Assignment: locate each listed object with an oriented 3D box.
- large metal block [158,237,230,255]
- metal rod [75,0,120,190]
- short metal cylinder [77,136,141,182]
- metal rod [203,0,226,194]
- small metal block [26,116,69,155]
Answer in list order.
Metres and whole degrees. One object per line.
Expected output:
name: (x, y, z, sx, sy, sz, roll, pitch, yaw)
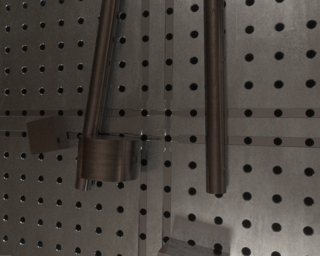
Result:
large metal block: (0.038, 0.194, 0.385, 0.080, 0.050, 0.079, 9, 93, 19)
metal rod: (-0.088, -0.060, 0.442, 0.025, 0.025, 0.298, 10, 93, 19)
short metal cylinder: (-0.066, 0.037, 0.406, 0.080, 0.080, 0.050, 5, 92, 19)
metal rod: (0.068, -0.069, 0.388, 0.025, 0.025, 0.298, -1, 90, 19)
small metal block: (-0.171, 0.012, 0.471, 0.050, 0.025, 0.050, -11, 86, 19)
